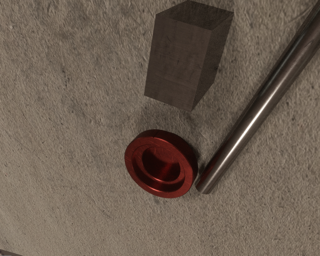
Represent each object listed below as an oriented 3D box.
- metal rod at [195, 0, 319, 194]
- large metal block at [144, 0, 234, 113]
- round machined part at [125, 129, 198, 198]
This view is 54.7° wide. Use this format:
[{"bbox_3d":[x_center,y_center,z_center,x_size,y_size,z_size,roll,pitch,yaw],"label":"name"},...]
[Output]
[{"bbox_3d":[0.110,-0.025,0.332,0.025,0.025,0.298,31,128,7],"label":"metal rod"},{"bbox_3d":[0.029,-0.074,0.309,0.050,0.080,0.079,22,127,15],"label":"large metal block"},{"bbox_3d":[0.005,0.043,0.419,0.098,0.042,0.097,13,124,20],"label":"round machined part"}]
